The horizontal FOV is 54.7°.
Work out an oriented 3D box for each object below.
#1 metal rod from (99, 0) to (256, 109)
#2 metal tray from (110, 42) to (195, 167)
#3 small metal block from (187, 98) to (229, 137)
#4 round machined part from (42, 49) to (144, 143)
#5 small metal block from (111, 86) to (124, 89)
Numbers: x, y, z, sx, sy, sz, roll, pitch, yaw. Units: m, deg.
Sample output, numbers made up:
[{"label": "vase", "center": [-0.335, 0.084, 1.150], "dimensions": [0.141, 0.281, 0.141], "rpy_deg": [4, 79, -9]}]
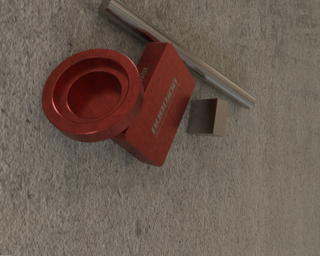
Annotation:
[{"label": "metal rod", "center": [0.046, -0.093, 0.445], "dimensions": [0.302, 0.025, 0.025], "rpy_deg": [24, 75, -38]}, {"label": "metal tray", "center": [-0.005, -0.028, 0.381], "dimensions": [0.090, 0.030, 0.130], "rpy_deg": [46, 61, -51]}, {"label": "small metal block", "center": [0.069, -0.014, 0.449], "dimensions": [0.025, 0.050, 0.050], "rpy_deg": [15, 81, -40]}, {"label": "round machined part", "center": [-0.065, -0.030, 0.317], "dimensions": [0.042, 0.098, 0.098], "rpy_deg": [72, 40, -63]}, {"label": "small metal block", "center": [-0.040, -0.022, 0.373], "dimensions": [0.050, 0.025, 0.050], "rpy_deg": [1, 90, -40]}]
